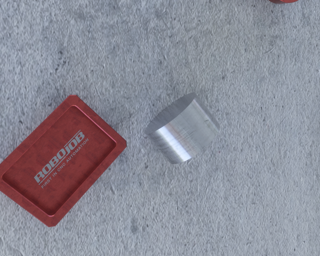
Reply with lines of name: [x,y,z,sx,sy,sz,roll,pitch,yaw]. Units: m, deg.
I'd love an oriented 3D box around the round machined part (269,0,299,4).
round machined part: [0.179,-0.235,0.457,0.099,0.042,0.097,-8,108,-25]

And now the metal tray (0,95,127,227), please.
metal tray: [-0.115,0.036,0.364,0.090,0.030,0.130,45,76,-15]

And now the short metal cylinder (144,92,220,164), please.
short metal cylinder: [0.027,0.000,0.390,0.080,0.080,0.050,-43,104,-15]
